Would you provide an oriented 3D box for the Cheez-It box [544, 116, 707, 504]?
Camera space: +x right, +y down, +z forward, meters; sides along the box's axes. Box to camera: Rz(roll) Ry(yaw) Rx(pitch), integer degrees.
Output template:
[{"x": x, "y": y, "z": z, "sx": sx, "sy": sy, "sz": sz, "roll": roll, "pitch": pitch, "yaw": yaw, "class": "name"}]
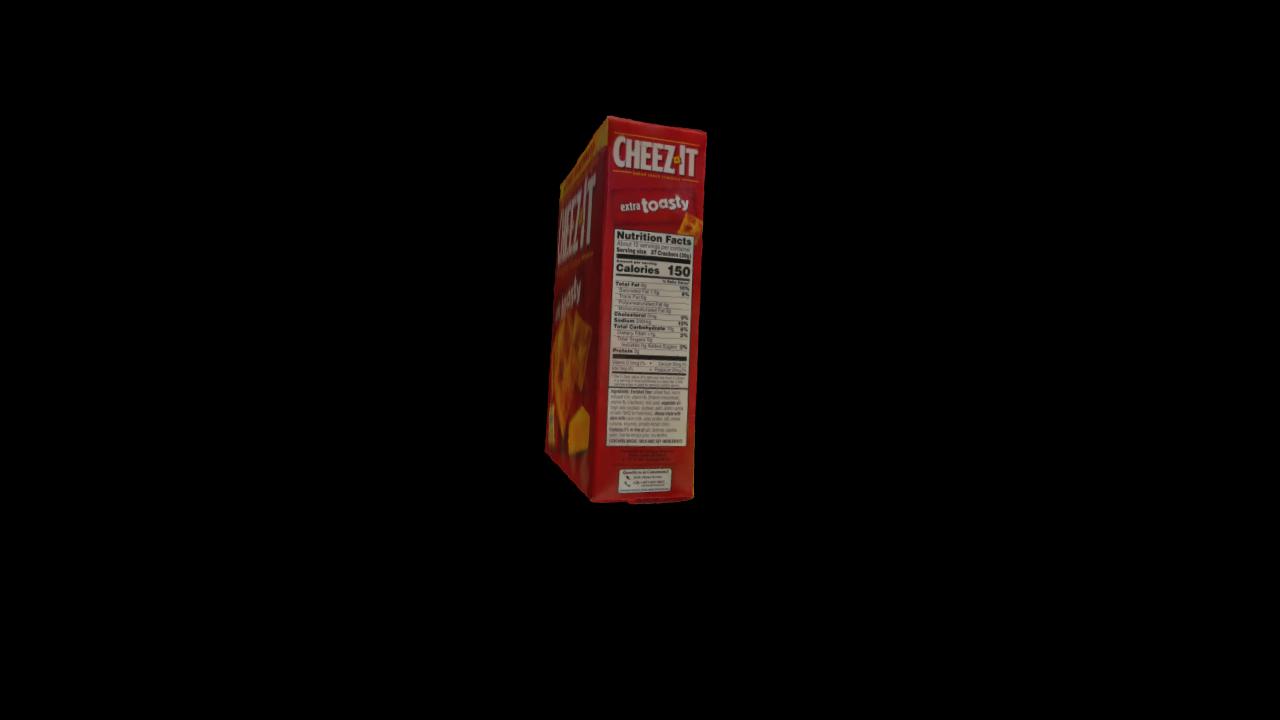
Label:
[{"x": -0.017, "y": -0.029, "z": 0.428, "sx": 0.071, "sy": 0.223, "sz": 0.166, "roll": 3, "pitch": 1, "yaw": -18, "class": "Cheez-It box"}]
